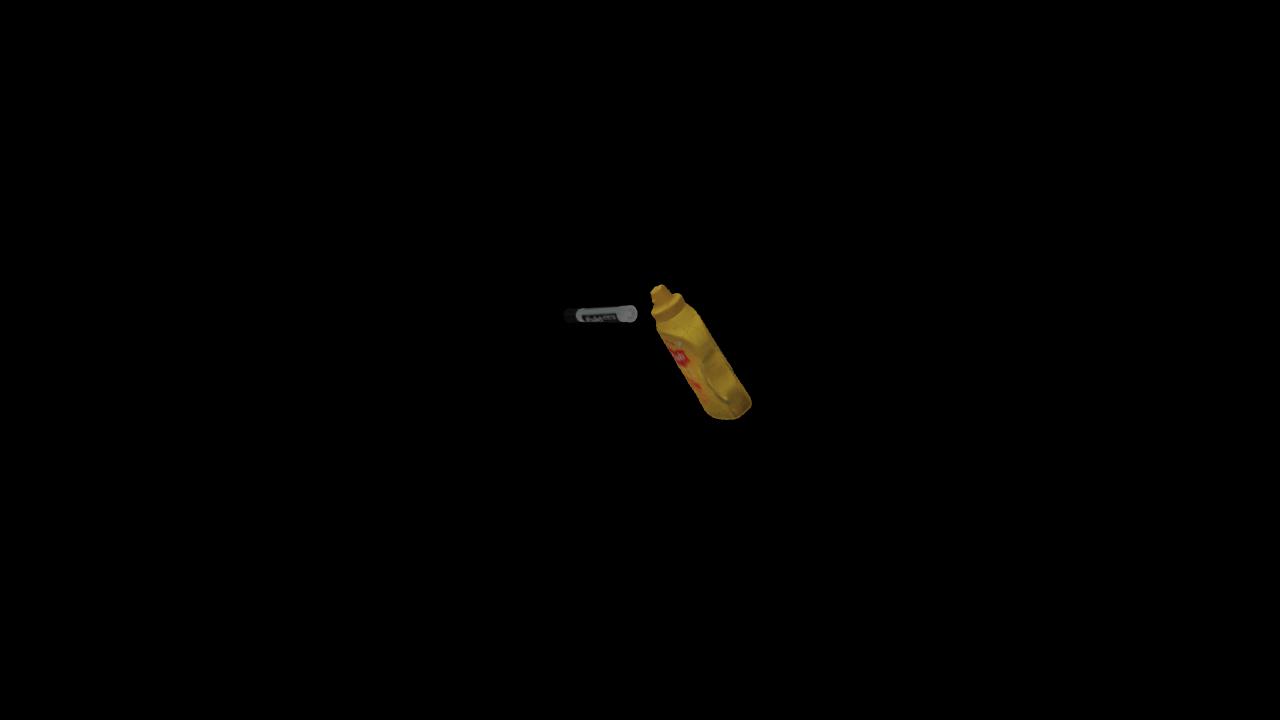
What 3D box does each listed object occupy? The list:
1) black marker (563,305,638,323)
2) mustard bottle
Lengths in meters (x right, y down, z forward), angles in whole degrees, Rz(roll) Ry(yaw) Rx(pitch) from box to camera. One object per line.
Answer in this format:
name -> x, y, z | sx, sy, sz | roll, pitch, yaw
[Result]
black marker -> -0.050, -0.053, 0.714 | 0.020, 0.020, 0.121 | 0, 2, -42
mustard bottle -> 0.066, -0.014, 0.752 | 0.054, 0.184, 0.092 | -35, 21, -6
